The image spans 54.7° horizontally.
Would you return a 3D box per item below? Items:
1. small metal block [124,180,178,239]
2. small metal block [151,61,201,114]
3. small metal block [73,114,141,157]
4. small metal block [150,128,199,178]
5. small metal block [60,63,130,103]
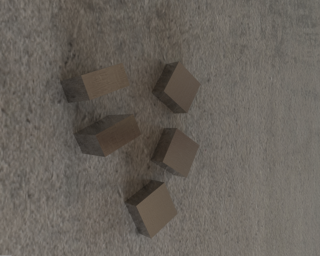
[{"bbox_3d":[-0.011,0.103,0.398,0.050,0.025,0.050,-34,111,-35],"label":"small metal block"},{"bbox_3d":[0.023,-0.055,0.426,0.050,0.025,0.050,40,66,-33],"label":"small metal block"},{"bbox_3d":[-0.058,0.007,0.341,0.050,0.050,0.025,-33,111,-35],"label":"small metal block"},{"bbox_3d":[0.021,0.034,0.425,0.050,0.025,0.050,37,67,-34],"label":"small metal block"},{"bbox_3d":[-0.070,-0.048,0.331,0.050,0.050,0.025,-27,108,-37],"label":"small metal block"}]
